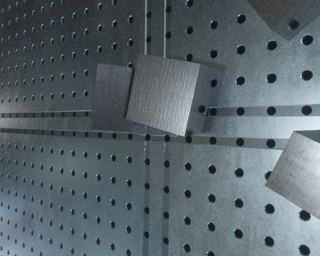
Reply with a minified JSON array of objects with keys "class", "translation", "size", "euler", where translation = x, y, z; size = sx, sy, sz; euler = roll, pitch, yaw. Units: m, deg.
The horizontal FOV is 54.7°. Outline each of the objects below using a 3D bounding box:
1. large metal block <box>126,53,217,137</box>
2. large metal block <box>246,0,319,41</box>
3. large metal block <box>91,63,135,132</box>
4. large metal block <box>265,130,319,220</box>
[{"class":"large metal block","translation":[0.013,-0.040,0.372],"size":[0.080,0.050,0.079],"euler":[17,101,28]},{"class":"large metal block","translation":[0.123,-0.144,0.291],"size":[0.080,0.050,0.080],"euler":[-43,65,31]},{"class":"large metal block","translation":[-0.064,-0.041,0.419],"size":[0.080,0.050,0.079],"euler":[-150,67,-75]},{"class":"large metal block","translation":[0.147,0.042,0.252],"size":[0.080,0.081,0.050],"euler":[33,110,35]}]
